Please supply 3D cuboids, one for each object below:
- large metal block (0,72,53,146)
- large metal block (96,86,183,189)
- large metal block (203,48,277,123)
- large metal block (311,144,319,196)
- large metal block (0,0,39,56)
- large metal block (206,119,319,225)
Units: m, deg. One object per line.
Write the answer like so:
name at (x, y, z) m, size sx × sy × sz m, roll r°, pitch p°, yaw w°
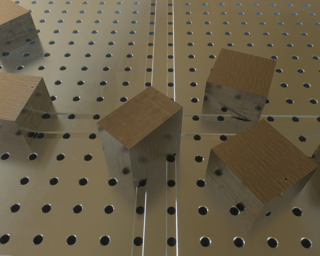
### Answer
large metal block at (-0.204, -0.028, 0.414) m, size 0.080 × 0.050 × 0.080 m, roll 7°, pitch 50°, yaw 6°
large metal block at (-0.020, 0.011, 0.363) m, size 0.050 × 0.080 × 0.080 m, roll 36°, pitch 59°, yaw 26°
large metal block at (0.114, -0.063, 0.445) m, size 0.080 × 0.050 × 0.080 m, roll 17°, pitch 52°, yaw 14°
large metal block at (0.225, 0.058, 0.344) m, size 0.080 × 0.050 × 0.080 m, roll -8°, pitch 51°, yaw -7°
large metal block at (-0.277, -0.178, 0.540) m, size 0.080 × 0.050 × 0.080 m, roll 33°, pitch 58°, yaw 25°
large metal block at (0.112, 0.047, 0.352) m, size 0.080 × 0.050 × 0.080 m, roll -27°, pitch 55°, yaw -21°
